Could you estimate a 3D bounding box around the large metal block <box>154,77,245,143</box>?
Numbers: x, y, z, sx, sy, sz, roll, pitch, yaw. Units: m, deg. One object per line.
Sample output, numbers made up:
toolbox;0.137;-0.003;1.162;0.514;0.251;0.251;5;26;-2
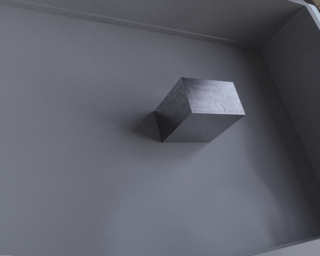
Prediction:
large metal block;0.050;-0.020;0.411;0.081;0.080;0.050;1;62;-28
